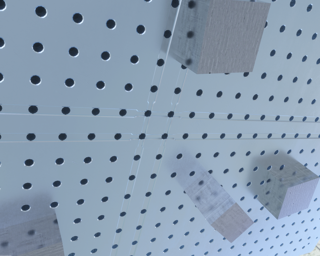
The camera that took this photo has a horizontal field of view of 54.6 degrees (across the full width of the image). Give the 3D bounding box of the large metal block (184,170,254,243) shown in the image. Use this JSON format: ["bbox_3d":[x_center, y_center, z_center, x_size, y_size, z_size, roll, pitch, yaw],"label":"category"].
[{"bbox_3d":[0.096,0.128,0.506,0.050,0.080,0.080,-42,129,1],"label":"large metal block"}]

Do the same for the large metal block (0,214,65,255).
[{"bbox_3d":[-0.170,0.170,0.407,0.081,0.050,0.079,-11,123,-23],"label":"large metal block"}]

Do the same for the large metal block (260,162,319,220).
[{"bbox_3d":[0.253,0.122,0.607,0.081,0.050,0.079,-11,123,-22],"label":"large metal block"}]

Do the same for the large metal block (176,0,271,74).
[{"bbox_3d":[0.072,-0.111,0.365,0.081,0.050,0.079,-7,122,-25],"label":"large metal block"}]
